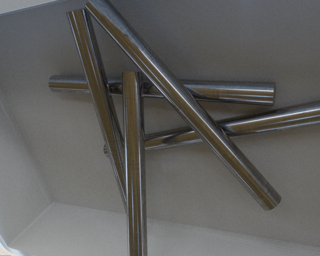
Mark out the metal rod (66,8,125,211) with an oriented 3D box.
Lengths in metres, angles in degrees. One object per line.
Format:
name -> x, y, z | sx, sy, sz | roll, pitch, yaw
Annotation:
metal rod -> -0.065, 0.000, 0.409 | 0.025, 0.025, 0.298 | 3, 120, 27

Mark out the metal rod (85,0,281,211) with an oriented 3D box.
metal rod -> 0.030, -0.024, 0.344 | 0.300, 0.025, 0.025 | 48, 129, -6

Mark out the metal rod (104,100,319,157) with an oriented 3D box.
metal rod -> 0.047, 0.008, 0.388 | 0.300, 0.025, 0.025 | -12, 113, 33

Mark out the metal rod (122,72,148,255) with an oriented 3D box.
metal rod -> -0.030, 0.082, 0.384 | 0.025, 0.025, 0.298 | 3, 100, 26

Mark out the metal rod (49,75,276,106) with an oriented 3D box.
metal rod -> -0.016, -0.050, 0.386 | 0.301, 0.025, 0.025 | 6, 121, 25
